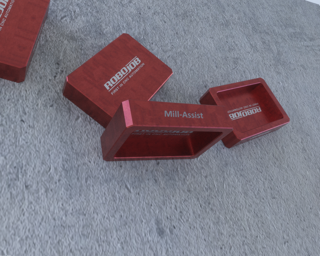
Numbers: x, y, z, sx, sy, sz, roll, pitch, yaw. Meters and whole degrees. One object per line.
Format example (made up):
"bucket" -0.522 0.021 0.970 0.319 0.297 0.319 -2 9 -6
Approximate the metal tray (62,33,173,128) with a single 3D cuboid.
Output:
"metal tray" -0.051 -0.062 0.411 0.090 0.030 0.131 39 51 -2

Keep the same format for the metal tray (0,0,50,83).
"metal tray" -0.194 -0.124 0.372 0.091 0.030 0.130 15 55 -20

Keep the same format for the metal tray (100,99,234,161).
"metal tray" 0.007 0.007 0.361 0.131 0.090 0.030 1 62 -28

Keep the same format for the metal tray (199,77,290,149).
"metal tray" 0.136 -0.028 0.490 0.131 0.030 0.090 -15 70 -34
